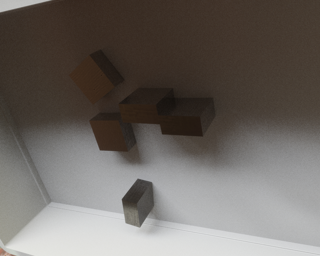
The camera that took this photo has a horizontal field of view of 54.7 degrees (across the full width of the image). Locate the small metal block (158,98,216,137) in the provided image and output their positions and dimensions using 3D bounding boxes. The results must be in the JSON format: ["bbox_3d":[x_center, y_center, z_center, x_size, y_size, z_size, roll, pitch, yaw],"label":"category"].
[{"bbox_3d":[0.033,-0.014,0.365,0.050,0.050,0.025,3,120,26],"label":"small metal block"}]

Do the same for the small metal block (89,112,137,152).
[{"bbox_3d":[-0.067,0.006,0.446,0.050,0.025,0.050,0,119,27],"label":"small metal block"}]

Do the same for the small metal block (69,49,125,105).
[{"bbox_3d":[-0.084,-0.067,0.410,0.050,0.025,0.050,-31,102,37],"label":"small metal block"}]

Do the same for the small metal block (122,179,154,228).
[{"bbox_3d":[-0.033,0.116,0.480,0.025,0.050,0.050,10,123,22],"label":"small metal block"}]

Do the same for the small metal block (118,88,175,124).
[{"bbox_3d":[-0.015,-0.028,0.381,0.050,0.050,0.025,3,120,26],"label":"small metal block"}]
